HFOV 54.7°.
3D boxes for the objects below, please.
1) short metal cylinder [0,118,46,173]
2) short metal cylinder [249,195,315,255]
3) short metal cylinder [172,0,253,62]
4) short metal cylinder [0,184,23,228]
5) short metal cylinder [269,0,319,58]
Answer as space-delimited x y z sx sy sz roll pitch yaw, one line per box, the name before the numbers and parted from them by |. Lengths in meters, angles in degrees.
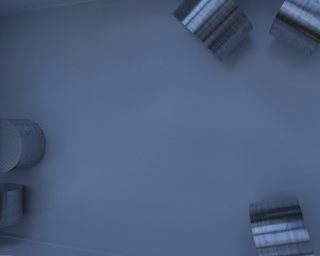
short metal cylinder | -0.225 0.025 0.475 0.080 0.050 0.079 0 90 19
short metal cylinder | 0.133 0.117 0.335 0.050 0.080 0.080 -16 85 19
short metal cylinder | 0.060 -0.123 0.360 0.050 0.080 0.080 -46 76 14
short metal cylinder | -0.251 0.116 0.468 0.080 0.080 0.050 0 90 19
short metal cylinder | 0.161 -0.121 0.325 0.050 0.080 0.080 39 102 15
